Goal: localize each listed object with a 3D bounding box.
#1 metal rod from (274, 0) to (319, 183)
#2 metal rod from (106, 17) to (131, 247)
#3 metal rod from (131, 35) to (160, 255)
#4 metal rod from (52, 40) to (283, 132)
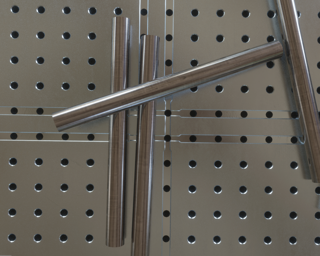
[{"bbox_3d":[0.187,-0.075,0.415,0.025,0.025,0.298,-12,90,0],"label":"metal rod"},{"bbox_3d":[-0.056,0.005,0.412,0.025,0.025,0.298,2,90,-1],"label":"metal rod"},{"bbox_3d":[-0.020,0.028,0.413,0.025,0.025,0.298,3,90,-1],"label":"metal rod"},{"bbox_3d":[0.017,-0.056,0.392,0.302,0.025,0.025,-19,90,-9],"label":"metal rod"}]
